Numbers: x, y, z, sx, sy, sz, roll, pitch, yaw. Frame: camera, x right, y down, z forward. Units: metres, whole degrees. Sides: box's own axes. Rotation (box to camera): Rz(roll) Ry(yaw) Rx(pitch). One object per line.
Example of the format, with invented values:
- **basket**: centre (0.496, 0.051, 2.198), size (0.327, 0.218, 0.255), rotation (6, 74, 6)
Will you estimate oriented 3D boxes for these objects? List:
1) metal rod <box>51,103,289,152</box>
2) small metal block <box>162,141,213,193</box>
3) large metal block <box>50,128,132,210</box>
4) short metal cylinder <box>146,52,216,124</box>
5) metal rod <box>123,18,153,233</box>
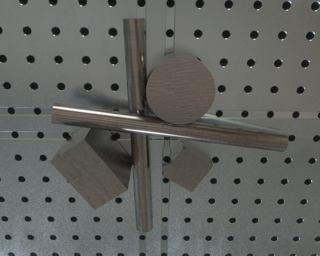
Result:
- **metal rod**: centre (0.022, 0.001, 0.394), size (0.302, 0.025, 0.025), rotation (7, 110, -11)
- **small metal block**: centre (0.038, 0.054, 0.435), size (0.050, 0.025, 0.050), rotation (32, 107, -12)
- **large metal block**: centre (-0.082, 0.042, 0.397), size (0.050, 0.080, 0.080), rotation (-33, 107, 11)
- **short metal cylinder**: centre (0.024, -0.050, 0.382), size (0.081, 0.050, 0.079), rotation (0, 110, -1)
- **metal rod**: centre (-0.027, 0.010, 0.417), size (0.025, 0.025, 0.298), rotation (-2, 110, 0)
